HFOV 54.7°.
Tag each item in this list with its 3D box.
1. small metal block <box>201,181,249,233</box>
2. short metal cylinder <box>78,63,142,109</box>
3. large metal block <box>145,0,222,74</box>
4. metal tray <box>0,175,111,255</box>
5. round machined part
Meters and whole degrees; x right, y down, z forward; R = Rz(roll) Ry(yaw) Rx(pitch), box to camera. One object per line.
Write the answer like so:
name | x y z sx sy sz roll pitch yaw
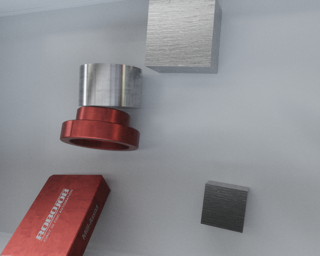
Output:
small metal block | 0.080 0.095 0.382 0.050 0.025 0.050 7 92 19
short metal cylinder | -0.064 -0.052 0.403 0.080 0.080 0.050 2 91 19
large metal block | 0.030 -0.112 0.386 0.080 0.050 0.079 5 92 19
metal tray | -0.130 0.120 0.406 0.090 0.130 0.030 -3 130 19
round machined part | -0.075 0.001 0.399 0.098 0.098 0.042 1 77 19
